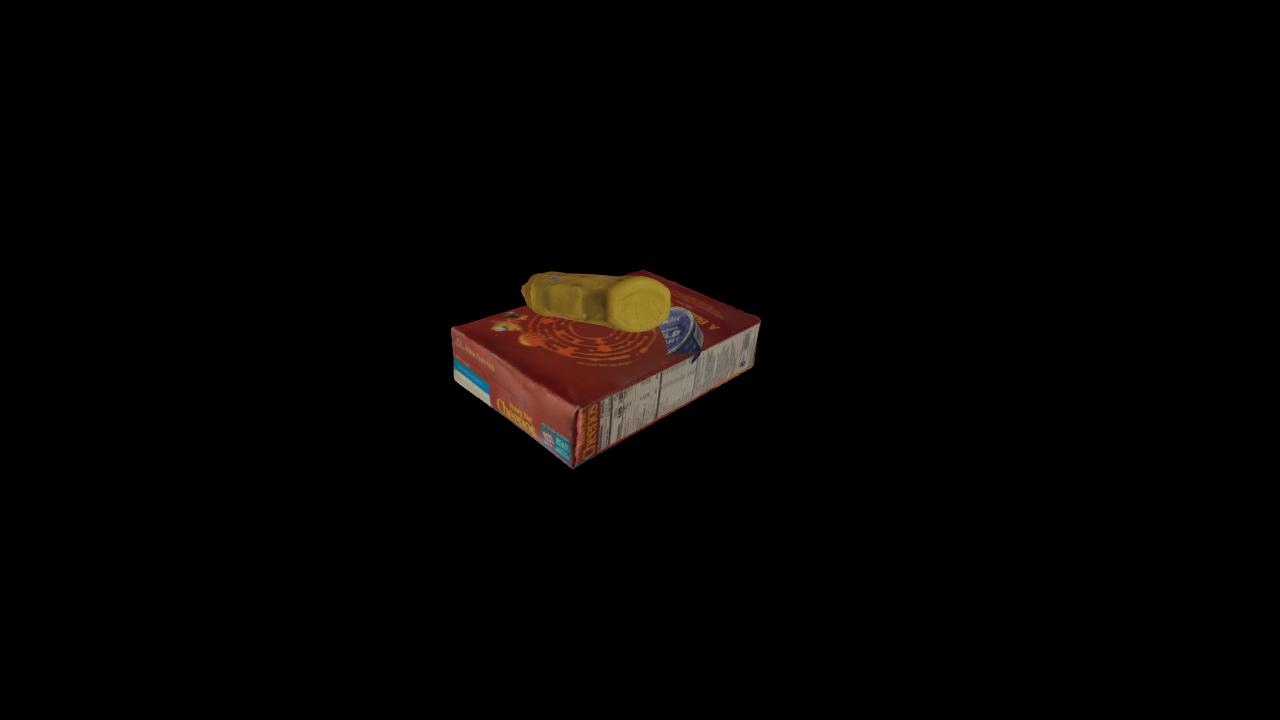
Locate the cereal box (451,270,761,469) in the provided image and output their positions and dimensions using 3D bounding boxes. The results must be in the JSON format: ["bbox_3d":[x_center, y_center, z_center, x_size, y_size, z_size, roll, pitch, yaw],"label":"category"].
[{"bbox_3d":[-0.030,-0.011,0.707,0.203,0.081,0.306,27,36,34],"label":"cereal box"}]

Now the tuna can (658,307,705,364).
[{"bbox_3d":[0.028,-0.018,0.675,0.084,0.084,0.034,0,-43,40],"label":"tuna can"}]

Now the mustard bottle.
[{"bbox_3d":[-0.063,-0.066,0.643,0.184,0.054,0.092,12,19,42],"label":"mustard bottle"}]
